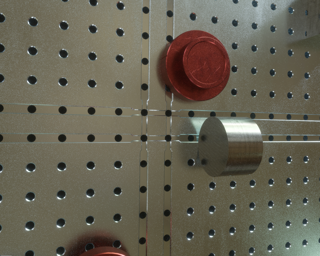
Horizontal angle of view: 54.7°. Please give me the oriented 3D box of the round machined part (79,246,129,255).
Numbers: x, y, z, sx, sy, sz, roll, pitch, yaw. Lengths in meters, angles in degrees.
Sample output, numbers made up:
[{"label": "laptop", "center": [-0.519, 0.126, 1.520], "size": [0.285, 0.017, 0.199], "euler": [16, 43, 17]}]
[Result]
[{"label": "round machined part", "center": [-0.072, 0.193, 0.377], "size": [0.099, 0.042, 0.097], "euler": [0, 90, -20]}]

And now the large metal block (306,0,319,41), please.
[{"label": "large metal block", "center": [0.291, -0.187, 0.506], "size": [0.081, 0.050, 0.080], "euler": [2, 89, -20]}]

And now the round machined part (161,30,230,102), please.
[{"label": "round machined part", "center": [0.054, -0.086, 0.423], "size": [0.099, 0.042, 0.097], "euler": [0, 90, -20]}]

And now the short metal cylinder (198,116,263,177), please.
[{"label": "short metal cylinder", "center": [0.092, 0.024, 0.417], "size": [0.050, 0.080, 0.080], "euler": [0, 90, -20]}]
